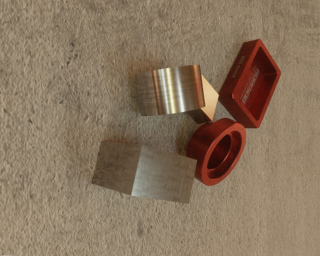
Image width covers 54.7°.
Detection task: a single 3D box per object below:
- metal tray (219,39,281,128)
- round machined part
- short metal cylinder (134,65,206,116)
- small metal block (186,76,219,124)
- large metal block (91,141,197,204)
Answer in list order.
[{"bbox_3d":[0.157,-0.075,0.532,0.090,0.030,0.130,43,64,-32],"label":"metal tray"},{"bbox_3d":[0.076,0.030,0.442,0.099,0.042,0.097,-27,132,-34],"label":"round machined part"},{"bbox_3d":[0.012,-0.046,0.379,0.081,0.080,0.050,-14,100,-39],"label":"short metal cylinder"},{"bbox_3d":[0.056,-0.042,0.444,0.050,0.025,0.050,43,51,-31],"label":"small metal block"},{"bbox_3d":[-0.018,0.050,0.354,0.080,0.080,0.050,19,78,-39],"label":"large metal block"}]
